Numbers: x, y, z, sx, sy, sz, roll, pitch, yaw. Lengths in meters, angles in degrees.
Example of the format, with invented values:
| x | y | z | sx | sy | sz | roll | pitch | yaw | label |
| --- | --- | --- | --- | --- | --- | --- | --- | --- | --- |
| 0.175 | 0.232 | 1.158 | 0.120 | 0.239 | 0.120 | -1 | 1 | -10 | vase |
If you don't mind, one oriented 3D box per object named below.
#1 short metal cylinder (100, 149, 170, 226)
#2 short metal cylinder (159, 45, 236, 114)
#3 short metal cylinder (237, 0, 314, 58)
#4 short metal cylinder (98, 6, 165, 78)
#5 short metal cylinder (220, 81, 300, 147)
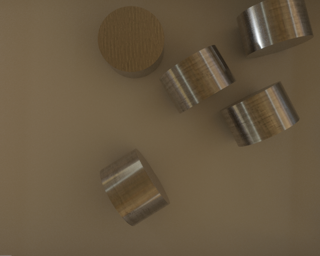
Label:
| x | y | z | sx | sy | sz | roll | pitch | yaw | label |
| --- | --- | --- | --- | --- | --- | --- | --- | --- | --- |
| -0.030 | 0.072 | 0.384 | 0.050 | 0.080 | 0.080 | -32 | 90 | 0 | short metal cylinder |
| 0.046 | -0.059 | 0.384 | 0.080 | 0.080 | 0.050 | -30 | 90 | 0 | short metal cylinder |
| 0.141 | -0.124 | 0.385 | 0.080 | 0.080 | 0.050 | -15 | 90 | 0 | short metal cylinder |
| -0.035 | -0.107 | 0.398 | 0.081 | 0.050 | 0.080 | 0 | 90 | 0 | short metal cylinder |
| 0.122 | -0.017 | 0.385 | 0.080 | 0.080 | 0.050 | -27 | 90 | 0 | short metal cylinder |
